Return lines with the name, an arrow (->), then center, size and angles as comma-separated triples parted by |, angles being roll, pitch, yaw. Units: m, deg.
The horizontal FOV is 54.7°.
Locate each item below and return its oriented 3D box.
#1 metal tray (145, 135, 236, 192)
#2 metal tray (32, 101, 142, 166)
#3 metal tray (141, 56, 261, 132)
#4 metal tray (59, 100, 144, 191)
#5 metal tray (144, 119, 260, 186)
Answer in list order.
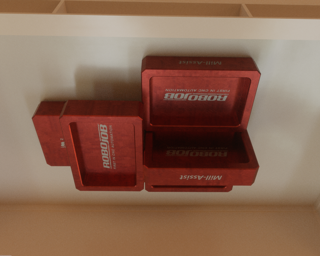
metal tray -> 0.044, 0.054, 0.450 | 0.131, 0.030, 0.089 | 0, 130, -1
metal tray -> -0.089, 0.010, 0.409 | 0.131, 0.030, 0.089 | 0, 130, -1
metal tray -> 0.044, -0.038, 0.372 | 0.131, 0.030, 0.089 | 0, 130, -1
metal tray -> -0.065, 0.027, 0.385 | 0.091, 0.030, 0.129 | 1, 130, -1
metal tray -> 0.047, 0.028, 0.387 | 0.131, 0.090, 0.030 | 1, 130, -1
